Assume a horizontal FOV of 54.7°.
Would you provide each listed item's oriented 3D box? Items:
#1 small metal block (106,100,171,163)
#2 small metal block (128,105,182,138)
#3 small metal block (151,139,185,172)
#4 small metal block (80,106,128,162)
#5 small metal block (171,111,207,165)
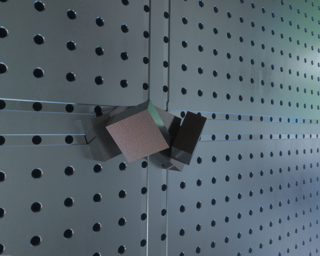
[{"bbox_3d":[-0.023,0.004,0.339,0.050,0.050,0.025,61,17,-23],"label":"small metal block"},{"bbox_3d":[-0.010,-0.008,0.386,0.050,0.050,0.025,24,75,-38],"label":"small metal block"},{"bbox_3d":[0.017,0.025,0.426,0.050,0.025,0.050,43,64,-32],"label":"small metal block"},{"bbox_3d":[-0.058,0.006,0.362,0.050,0.025,0.050,-25,106,-37],"label":"small metal block"},{"bbox_3d":[0.036,0.014,0.390,0.050,0.025,0.050,88,25,-68],"label":"small metal block"}]
